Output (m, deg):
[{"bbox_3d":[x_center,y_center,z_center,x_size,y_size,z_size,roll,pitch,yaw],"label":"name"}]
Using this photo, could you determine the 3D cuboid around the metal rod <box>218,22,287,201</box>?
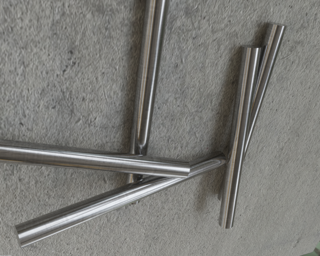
[{"bbox_3d":[0.134,-0.006,0.475,0.025,0.025,0.298,-6,121,-26],"label":"metal rod"}]

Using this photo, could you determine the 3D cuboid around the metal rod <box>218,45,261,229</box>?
[{"bbox_3d":[0.116,0.028,0.468,0.025,0.025,0.298,-10,117,-23],"label":"metal rod"}]

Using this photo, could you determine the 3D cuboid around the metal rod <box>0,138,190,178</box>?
[{"bbox_3d":[-0.101,0.034,0.351,0.302,0.025,0.025,9,114,-26],"label":"metal rod"}]

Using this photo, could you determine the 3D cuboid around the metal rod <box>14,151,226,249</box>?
[{"bbox_3d":[-0.027,0.081,0.406,0.302,0.025,0.025,-15,125,-33],"label":"metal rod"}]

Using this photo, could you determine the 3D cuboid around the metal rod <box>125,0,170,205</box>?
[{"bbox_3d":[-0.019,-0.028,0.378,0.025,0.025,0.298,-6,121,-26],"label":"metal rod"}]
